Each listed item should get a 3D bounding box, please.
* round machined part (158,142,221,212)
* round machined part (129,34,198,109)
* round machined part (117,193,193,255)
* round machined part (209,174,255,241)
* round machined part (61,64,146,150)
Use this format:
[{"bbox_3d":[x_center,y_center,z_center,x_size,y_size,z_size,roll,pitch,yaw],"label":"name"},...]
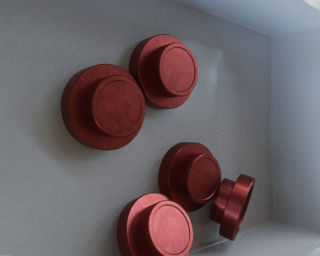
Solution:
[{"bbox_3d":[0.049,0.069,0.436,0.099,0.042,0.097,0,90,-40],"label":"round machined part"},{"bbox_3d":[0.012,-0.074,0.405,0.099,0.042,0.097,0,90,-40],"label":"round machined part"},{"bbox_3d":[0.001,0.126,0.372,0.099,0.042,0.098,23,51,-31],"label":"round machined part"},{"bbox_3d":[0.107,0.115,0.467,0.098,0.042,0.097,-47,147,-44],"label":"round machined part"},{"bbox_3d":[-0.056,-0.023,0.349,0.099,0.042,0.097,0,90,-40],"label":"round machined part"}]
